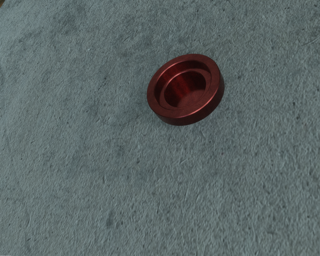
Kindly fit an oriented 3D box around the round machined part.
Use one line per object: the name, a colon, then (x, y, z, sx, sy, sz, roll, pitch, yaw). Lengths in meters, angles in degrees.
round machined part: (0.036, -0.045, 0.403, 0.098, 0.042, 0.098, -13, 56, 21)
